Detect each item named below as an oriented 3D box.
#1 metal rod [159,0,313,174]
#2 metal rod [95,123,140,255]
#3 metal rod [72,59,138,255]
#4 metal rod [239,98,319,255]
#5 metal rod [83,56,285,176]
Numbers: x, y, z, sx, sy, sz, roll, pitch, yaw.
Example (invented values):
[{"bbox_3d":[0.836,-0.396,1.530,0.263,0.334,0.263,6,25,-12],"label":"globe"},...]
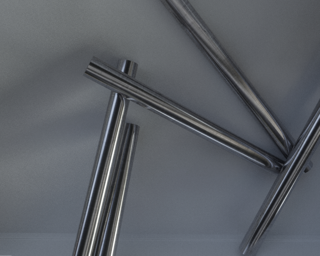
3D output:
[{"bbox_3d":[0.104,-0.052,0.392,0.025,0.025,0.300,-39,106,13],"label":"metal rod"},{"bbox_3d":[-0.064,0.140,0.378,0.025,0.025,0.299,11,76,-4],"label":"metal rod"},{"bbox_3d":[-0.072,0.065,0.372,0.025,0.025,0.298,13,86,-5],"label":"metal rod"},{"bbox_3d":[0.177,0.044,0.401,0.025,0.025,0.298,19,107,-7],"label":"metal rod"},{"bbox_3d":[0.048,-0.004,0.388,0.301,0.025,0.025,27,108,-18],"label":"metal rod"}]
